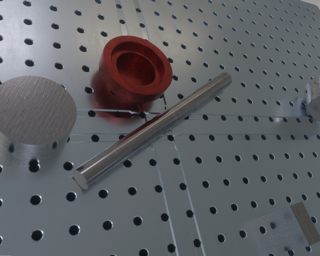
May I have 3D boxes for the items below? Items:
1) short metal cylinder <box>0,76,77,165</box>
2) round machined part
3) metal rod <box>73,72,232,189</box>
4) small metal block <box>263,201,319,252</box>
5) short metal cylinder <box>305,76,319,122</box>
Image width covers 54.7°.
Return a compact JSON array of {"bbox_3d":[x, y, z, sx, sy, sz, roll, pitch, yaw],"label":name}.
[{"bbox_3d":[-0.133,-0.008,0.325,0.081,0.050,0.080,14,56,-21],"label":"short metal cylinder"},{"bbox_3d":[-0.036,-0.075,0.424,0.099,0.042,0.098,14,56,-21],"label":"round machined part"},{"bbox_3d":[0.012,-0.013,0.422,0.025,0.025,0.302,50,51,6],"label":"metal rod"},{"bbox_3d":[0.172,0.130,0.406,0.025,0.050,0.050,-7,65,-31],"label":"small metal block"},{"bbox_3d":[0.315,-0.055,0.576,0.080,0.080,0.050,25,53,-13],"label":"short metal cylinder"}]
